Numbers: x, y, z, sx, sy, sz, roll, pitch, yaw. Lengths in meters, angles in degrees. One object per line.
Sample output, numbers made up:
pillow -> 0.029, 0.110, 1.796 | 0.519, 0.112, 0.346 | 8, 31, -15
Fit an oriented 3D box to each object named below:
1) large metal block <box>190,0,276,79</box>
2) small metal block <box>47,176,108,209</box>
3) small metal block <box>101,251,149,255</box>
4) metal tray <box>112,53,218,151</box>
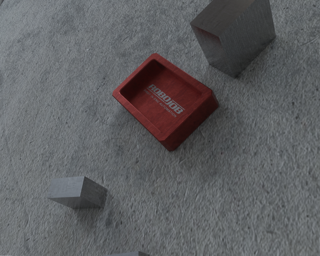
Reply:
large metal block -> 0.096, -0.124, 0.395 | 0.080, 0.080, 0.050 | -46, 51, -4
small metal block -> -0.103, 0.083, 0.391 | 0.050, 0.050, 0.025 | -8, 58, 24
small metal block -> -0.039, 0.161, 0.326 | 0.050, 0.025, 0.050 | -15, 55, 19
metal tray -> 0.003, -0.040, 0.423 | 0.090, 0.030, 0.130 | -45, 51, -3
